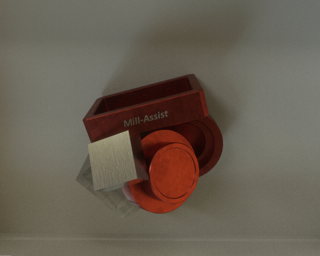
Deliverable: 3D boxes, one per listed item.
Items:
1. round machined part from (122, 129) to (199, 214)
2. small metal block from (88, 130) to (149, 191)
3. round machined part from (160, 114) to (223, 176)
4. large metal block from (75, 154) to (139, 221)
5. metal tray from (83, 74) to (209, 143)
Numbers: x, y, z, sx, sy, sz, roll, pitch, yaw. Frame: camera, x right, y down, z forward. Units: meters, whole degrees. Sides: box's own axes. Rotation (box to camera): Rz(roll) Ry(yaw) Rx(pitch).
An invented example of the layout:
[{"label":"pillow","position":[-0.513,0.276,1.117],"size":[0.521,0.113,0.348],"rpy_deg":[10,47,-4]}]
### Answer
[{"label":"round machined part","position":[0.006,0.050,0.357],"size":[0.099,0.042,0.097],"rpy_deg":[1,88,-33]},{"label":"small metal block","position":[-0.044,0.036,0.324],"size":[0.050,0.025,0.050],"rpy_deg":[-19,71,19]},{"label":"round machined part","position":[0.030,0.016,0.408],"size":[0.099,0.042,0.097],"rpy_deg":[0,110,-1]},{"label":"large metal block","position":[-0.052,0.057,0.401],"size":[0.050,0.080,0.080],"rpy_deg":[-42,105,14]},{"label":"metal tray","position":[-0.015,-0.026,0.365],"size":[0.131,0.090,0.030],"rpy_deg":[-14,110,4]}]
